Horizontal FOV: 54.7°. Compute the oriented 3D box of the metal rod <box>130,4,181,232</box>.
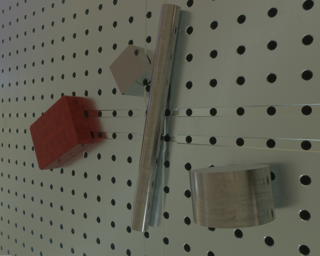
[{"bbox_3d":[-0.007,-0.008,0.413,0.025,0.025,0.298,14,99,39],"label":"metal rod"}]

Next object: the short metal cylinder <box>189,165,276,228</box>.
[{"bbox_3d":[0.072,0.066,0.313,0.080,0.081,0.050,-9,85,39],"label":"short metal cylinder"}]

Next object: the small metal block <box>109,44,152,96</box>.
[{"bbox_3d":[-0.040,-0.081,0.440,0.050,0.025,0.050,-39,67,33],"label":"small metal block"}]

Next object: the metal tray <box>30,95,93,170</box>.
[{"bbox_3d":[-0.179,0.011,0.551,0.130,0.030,0.090,-31,71,35],"label":"metal tray"}]
